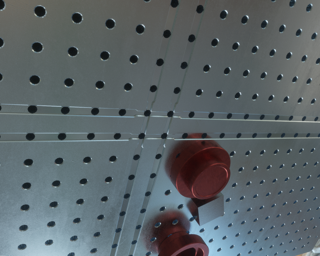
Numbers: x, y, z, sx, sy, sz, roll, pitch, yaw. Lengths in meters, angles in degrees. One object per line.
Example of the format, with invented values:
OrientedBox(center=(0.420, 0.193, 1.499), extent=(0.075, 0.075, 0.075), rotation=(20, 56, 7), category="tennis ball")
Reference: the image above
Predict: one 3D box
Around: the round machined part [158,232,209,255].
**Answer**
OrientedBox(center=(0.036, 0.228, 0.560), extent=(0.099, 0.042, 0.097), rotation=(-14, 124, -21), category="round machined part")

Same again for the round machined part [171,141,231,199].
OrientedBox(center=(0.070, 0.072, 0.482), extent=(0.099, 0.042, 0.097), rotation=(-14, 124, -21), category="round machined part")

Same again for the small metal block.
OrientedBox(center=(0.083, 0.137, 0.541), extent=(0.050, 0.025, 0.050), rotation=(-21, 127, -16), category="small metal block")
